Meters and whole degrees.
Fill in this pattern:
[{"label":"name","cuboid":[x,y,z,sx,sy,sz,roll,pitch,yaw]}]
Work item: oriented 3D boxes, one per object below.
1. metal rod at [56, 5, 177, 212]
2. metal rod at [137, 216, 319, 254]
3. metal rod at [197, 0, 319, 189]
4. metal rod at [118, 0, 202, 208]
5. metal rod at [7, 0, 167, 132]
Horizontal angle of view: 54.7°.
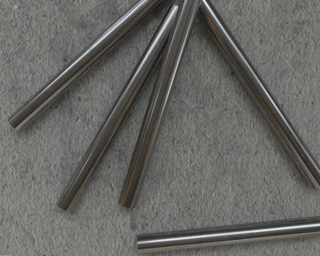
[{"label":"metal rod","cuboid":[-0.050,-0.026,0.409,0.025,0.025,0.299,30,90,0]},{"label":"metal rod","cuboid":[0.122,0.139,0.410,0.302,0.025,0.025,-6,90,0]},{"label":"metal rod","cuboid":[0.130,-0.051,0.410,0.025,0.025,0.299,-34,90,0]},{"label":"metal rod","cuboid":[0.001,-0.041,0.396,0.025,0.025,0.298,18,95,0]},{"label":"metal rod","cuboid":[-0.080,-0.105,0.409,0.300,0.025,0.025,-42,90,0]}]
